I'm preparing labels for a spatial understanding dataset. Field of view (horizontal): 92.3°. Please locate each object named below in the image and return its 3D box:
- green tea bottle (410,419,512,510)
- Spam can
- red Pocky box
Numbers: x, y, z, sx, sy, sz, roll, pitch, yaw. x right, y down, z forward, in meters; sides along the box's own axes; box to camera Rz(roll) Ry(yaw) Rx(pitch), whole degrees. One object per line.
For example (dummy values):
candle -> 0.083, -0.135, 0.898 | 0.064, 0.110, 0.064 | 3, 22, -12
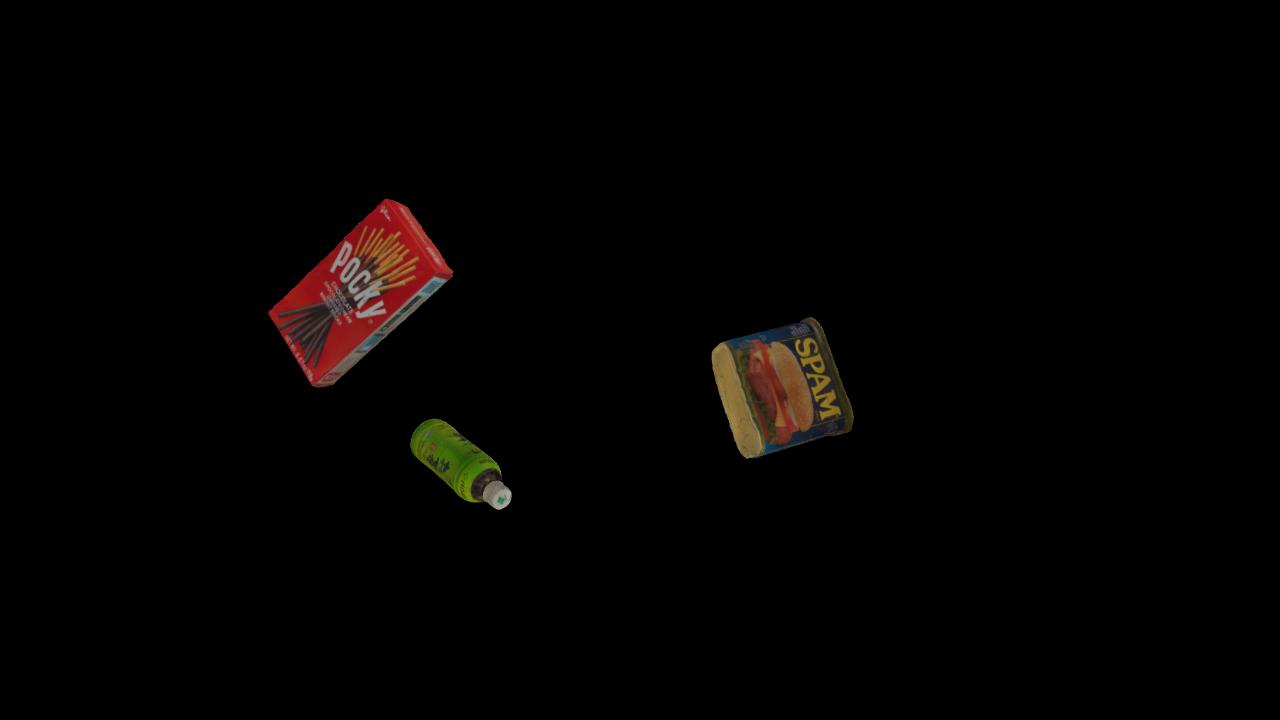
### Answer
green tea bottle -> -0.255, 0.154, 0.890 | 0.212, 0.073, 0.073 | 24, 16, 39
Spam can -> 0.115, 0.024, 0.513 | 0.085, 0.101, 0.058 | -13, -12, -14
red Pocky box -> -0.239, -0.056, 0.522 | 0.155, 0.083, 0.028 | -39, -12, 11
